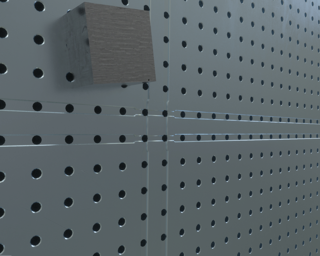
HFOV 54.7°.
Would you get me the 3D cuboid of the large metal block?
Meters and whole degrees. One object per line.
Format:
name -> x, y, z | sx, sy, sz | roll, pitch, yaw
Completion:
large metal block -> -0.055, -0.088, 0.348 | 0.081, 0.050, 0.079 | -10, 97, -40
